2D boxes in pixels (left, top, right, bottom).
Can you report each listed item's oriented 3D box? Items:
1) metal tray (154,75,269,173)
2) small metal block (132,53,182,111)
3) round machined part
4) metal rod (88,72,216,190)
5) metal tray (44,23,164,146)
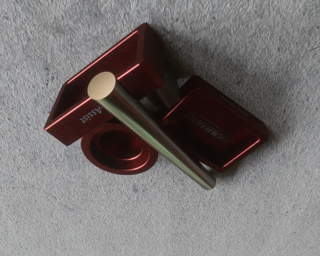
[{"bbox_3d":[0.065,0.000,0.407,0.131,0.030,0.090,31,124,-24],"label":"metal tray"},{"bbox_3d":[-0.006,-0.054,0.340,0.025,0.050,0.050,-34,137,28],"label":"small metal block"},{"bbox_3d":[-0.049,0.015,0.405,0.099,0.042,0.097,4,134,4],"label":"round machined part"},{"bbox_3d":[0.016,0.026,0.361,0.025,0.025,0.300,-21,149,16],"label":"metal rod"},{"bbox_3d":[-0.057,-0.046,0.325,0.130,0.090,0.030,-30,124,22],"label":"metal tray"}]
